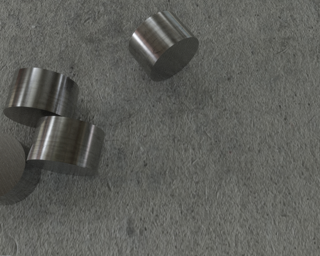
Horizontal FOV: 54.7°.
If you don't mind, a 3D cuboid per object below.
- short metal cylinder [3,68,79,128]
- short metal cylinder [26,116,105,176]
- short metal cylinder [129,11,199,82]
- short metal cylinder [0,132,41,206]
[{"bbox_3d":[-0.147,-0.034,0.390,0.080,0.080,0.050,5,70,2],"label":"short metal cylinder"},{"bbox_3d":[-0.110,0.024,0.369,0.080,0.080,0.050,7,70,2],"label":"short metal cylinder"},{"bbox_3d":[0.005,-0.109,0.418,0.080,0.080,0.050,-34,74,-12],"label":"short metal cylinder"},{"bbox_3d":[-0.193,0.051,0.375,0.081,0.050,0.080,0,70,0],"label":"short metal cylinder"}]
